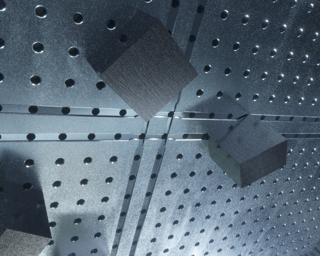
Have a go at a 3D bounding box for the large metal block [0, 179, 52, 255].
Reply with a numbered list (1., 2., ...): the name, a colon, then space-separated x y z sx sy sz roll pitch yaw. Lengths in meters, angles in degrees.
1. large metal block: -0.175 0.120 0.354 0.050 0.080 0.080 33 100 -38

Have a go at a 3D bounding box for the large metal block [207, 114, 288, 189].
1. large metal block: 0.129 0.032 0.465 0.080 0.080 0.050 -24 127 -14

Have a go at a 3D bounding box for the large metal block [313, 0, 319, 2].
1. large metal block: 0.258 -0.202 0.410 0.081 0.050 0.079 -1 119 -28

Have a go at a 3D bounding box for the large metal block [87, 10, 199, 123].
1. large metal block: -0.018 -0.067 0.343 0.080 0.050 0.080 -43 129 1
